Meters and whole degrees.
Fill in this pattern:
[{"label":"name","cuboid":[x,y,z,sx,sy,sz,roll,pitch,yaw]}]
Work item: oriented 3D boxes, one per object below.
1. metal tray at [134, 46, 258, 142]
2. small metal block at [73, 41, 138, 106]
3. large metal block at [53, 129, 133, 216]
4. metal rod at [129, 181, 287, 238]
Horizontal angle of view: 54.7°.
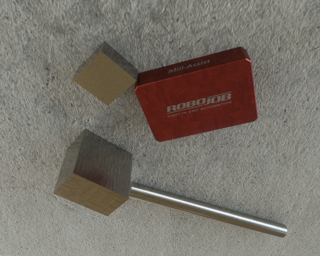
[{"label":"metal tray","cuboid":[0.045,-0.036,0.374,0.131,0.030,0.090,-13,129,10]},{"label":"small metal block","cuboid":[-0.062,-0.061,0.354,0.050,0.025,0.050,-37,122,26]},{"label":"large metal block","cuboid":[-0.087,0.060,0.421,0.080,0.080,0.050,32,123,-24]},{"label":"metal rod","cuboid":[0.089,0.143,0.530,0.302,0.025,0.025,19,128,-16]}]
